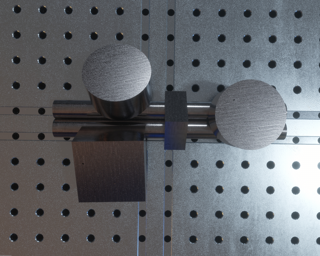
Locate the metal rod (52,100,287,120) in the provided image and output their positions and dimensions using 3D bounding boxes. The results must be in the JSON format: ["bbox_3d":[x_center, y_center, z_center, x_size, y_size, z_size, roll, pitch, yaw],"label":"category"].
[{"bbox_3d":[0.013,-0.023,0.410,0.302,0.025,0.025,1,90,0],"label":"metal rod"}]

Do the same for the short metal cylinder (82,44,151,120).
[{"bbox_3d":[-0.051,-0.056,0.383,0.081,0.050,0.080,0,66,-1],"label":"short metal cylinder"}]

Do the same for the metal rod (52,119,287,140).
[{"bbox_3d":[0.013,0.002,0.410,0.302,0.025,0.025,1,90,0],"label":"metal rod"}]

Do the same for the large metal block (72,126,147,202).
[{"bbox_3d":[-0.058,0.043,0.383,0.081,0.050,0.079,-1,110,0],"label":"large metal block"}]

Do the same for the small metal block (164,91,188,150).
[{"bbox_3d":[0.018,-0.009,0.369,0.025,0.050,0.050,1,48,0],"label":"small metal block"}]

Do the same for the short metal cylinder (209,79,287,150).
[{"bbox_3d":[0.102,-0.015,0.373,0.081,0.050,0.079,0,90,0],"label":"short metal cylinder"}]
